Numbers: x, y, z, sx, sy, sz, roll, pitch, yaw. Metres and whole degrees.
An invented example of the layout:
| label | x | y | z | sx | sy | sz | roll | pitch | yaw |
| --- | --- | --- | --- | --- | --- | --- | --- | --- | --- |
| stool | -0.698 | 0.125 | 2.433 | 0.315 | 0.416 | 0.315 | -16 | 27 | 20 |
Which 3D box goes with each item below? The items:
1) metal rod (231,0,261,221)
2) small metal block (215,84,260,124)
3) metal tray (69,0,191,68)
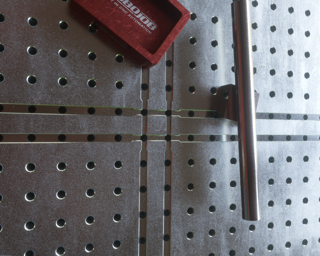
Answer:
| label | x | y | z | sx | sy | sz | roll | pitch | yaw |
| --- | --- | --- | --- | --- | --- | --- | --- | --- | --- |
| metal rod | 0.119 | -0.023 | 0.429 | 0.025 | 0.025 | 0.298 | -4 | 92 | -20 |
| small metal block | 0.113 | -0.032 | 0.454 | 0.050 | 0.025 | 0.050 | 15 | 85 | -20 |
| metal tray | -0.036 | -0.151 | 0.396 | 0.130 | 0.030 | 0.090 | 37 | 78 | -17 |
